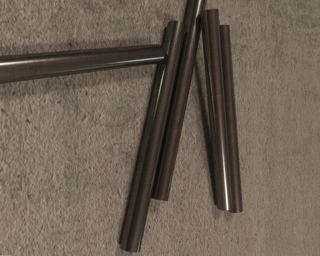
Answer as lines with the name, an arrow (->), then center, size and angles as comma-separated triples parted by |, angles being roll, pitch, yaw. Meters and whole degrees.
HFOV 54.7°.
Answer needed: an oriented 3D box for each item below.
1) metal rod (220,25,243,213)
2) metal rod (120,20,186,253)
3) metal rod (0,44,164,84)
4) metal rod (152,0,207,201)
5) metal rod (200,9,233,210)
metal rod -> 0.111, -0.012, 0.500 | 0.025, 0.025, 0.298 | -9, 96, -40
metal rod -> -0.007, 0.003, 0.400 | 0.025, 0.025, 0.299 | 19, 78, -39
metal rod -> -0.115, -0.062, 0.308 | 0.302, 0.025, 0.025 | -17, 101, -39
metal rod -> 0.028, -0.051, 0.429 | 0.025, 0.025, 0.299 | 19, 78, -39
metal rod -> 0.086, -0.019, 0.462 | 0.025, 0.025, 0.298 | -18, 107, -39
